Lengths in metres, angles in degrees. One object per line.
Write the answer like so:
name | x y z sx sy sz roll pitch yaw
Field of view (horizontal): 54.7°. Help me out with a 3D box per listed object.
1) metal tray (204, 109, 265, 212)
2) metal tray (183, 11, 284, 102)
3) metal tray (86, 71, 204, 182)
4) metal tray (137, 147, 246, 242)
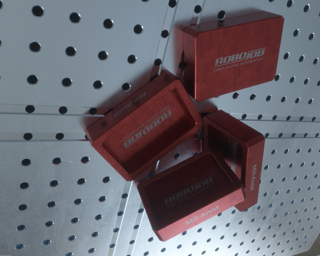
metal tray | 0.104 0.048 0.456 0.030 0.090 0.129 -23 128 -23
metal tray | 0.095 -0.094 0.404 0.131 0.030 0.089 -17 126 -19
metal tray | -0.016 0.000 0.400 0.130 0.030 0.090 -38 130 -3
metal tray | 0.041 0.090 0.438 0.131 0.090 0.030 -26 128 -3
